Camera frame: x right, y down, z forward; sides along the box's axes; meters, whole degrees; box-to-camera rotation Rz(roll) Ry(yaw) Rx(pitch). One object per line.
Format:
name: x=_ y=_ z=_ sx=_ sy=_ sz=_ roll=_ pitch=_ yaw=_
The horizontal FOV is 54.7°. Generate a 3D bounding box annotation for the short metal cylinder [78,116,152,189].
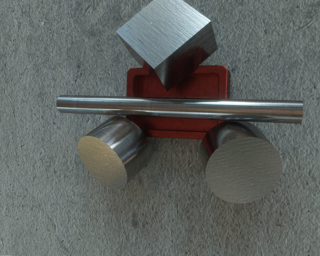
short metal cylinder: x=-0.058 y=0.031 z=0.398 sx=0.080 sy=0.050 sz=0.079 roll=22 pitch=132 yaw=26

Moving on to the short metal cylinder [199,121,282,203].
short metal cylinder: x=0.088 y=0.037 z=0.348 sx=0.081 sy=0.050 sz=0.079 roll=0 pitch=111 yaw=-1

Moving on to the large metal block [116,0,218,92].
large metal block: x=0.009 y=-0.105 z=0.371 sx=0.080 sy=0.050 sz=0.080 roll=-41 pitch=60 yaw=-2

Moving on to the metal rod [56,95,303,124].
metal rod: x=0.008 y=-0.025 z=0.376 sx=0.301 sy=0.025 sz=0.025 roll=3 pitch=91 yaw=19

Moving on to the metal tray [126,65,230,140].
metal tray: x=0.022 y=-0.032 z=0.400 sx=0.130 sy=0.030 sz=0.089 roll=2 pitch=91 yaw=19
